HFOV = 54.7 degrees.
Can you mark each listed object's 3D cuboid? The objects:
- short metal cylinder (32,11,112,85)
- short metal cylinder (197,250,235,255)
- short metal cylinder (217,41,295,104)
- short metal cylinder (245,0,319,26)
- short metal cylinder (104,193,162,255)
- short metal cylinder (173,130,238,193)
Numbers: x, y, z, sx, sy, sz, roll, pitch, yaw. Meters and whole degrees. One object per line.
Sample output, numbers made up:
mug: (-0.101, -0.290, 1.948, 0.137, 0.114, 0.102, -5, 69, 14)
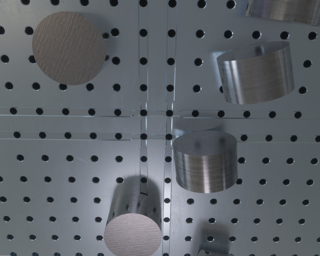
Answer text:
short metal cylinder: (-0.100, -0.095, 0.364, 0.081, 0.050, 0.079, 0, 110, 0)
short metal cylinder: (0.084, 0.231, 0.470, 0.050, 0.080, 0.079, 12, 110, -5)
short metal cylinder: (0.111, -0.065, 0.361, 0.080, 0.080, 0.050, -14, 110, 5)
short metal cylinder: (0.137, -0.141, 0.333, 0.081, 0.080, 0.050, 7, 110, -3)
short metal cylinder: (-0.038, 0.143, 0.452, 0.081, 0.050, 0.079, 0, 110, 0)
short metal cylinder: (0.059, 0.041, 0.399, 0.080, 0.080, 0.050, -6, 110, 2)
